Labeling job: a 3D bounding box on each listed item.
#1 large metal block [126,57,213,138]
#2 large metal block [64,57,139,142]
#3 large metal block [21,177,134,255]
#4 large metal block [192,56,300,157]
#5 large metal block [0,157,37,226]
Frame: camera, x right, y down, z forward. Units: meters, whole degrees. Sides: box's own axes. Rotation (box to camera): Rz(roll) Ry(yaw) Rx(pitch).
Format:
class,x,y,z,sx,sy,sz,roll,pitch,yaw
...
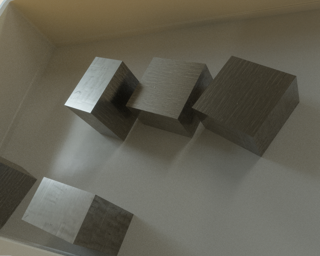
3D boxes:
class,x,y,z,sx,sy,sz,roll,pitch,yaw
large metal block,0.016,-0.042,0.406,0.080,0.050,0.080,16,70,34
large metal block,-0.069,-0.039,0.429,0.050,0.080,0.080,16,70,34
large metal block,-0.091,0.102,0.354,0.080,0.080,0.050,9,67,32
large metal block,0.098,-0.027,0.354,0.080,0.050,0.080,31,78,37
large metal block,-0.242,0.084,0.443,0.050,0.080,0.080,23,74,36
